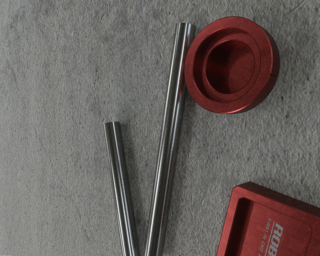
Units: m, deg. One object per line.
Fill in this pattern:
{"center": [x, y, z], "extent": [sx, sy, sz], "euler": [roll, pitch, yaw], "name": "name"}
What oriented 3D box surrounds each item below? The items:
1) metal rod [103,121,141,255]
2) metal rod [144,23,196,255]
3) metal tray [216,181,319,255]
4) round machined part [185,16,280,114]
{"center": [-0.047, 0.139, 0.441], "extent": [0.025, 0.025, 0.298], "euler": [-16, 80, 38], "name": "metal rod"}
{"center": [0.011, 0.022, 0.393], "extent": [0.025, 0.025, 0.298], "euler": [13, 98, 39], "name": "metal rod"}
{"center": [0.106, 0.131, 0.312], "extent": [0.090, 0.030, 0.129], "euler": [18, 101, 38], "name": "metal tray"}
{"center": [0.078, -0.063, 0.328], "extent": [0.098, 0.042, 0.097], "euler": [0, 90, 39], "name": "round machined part"}
